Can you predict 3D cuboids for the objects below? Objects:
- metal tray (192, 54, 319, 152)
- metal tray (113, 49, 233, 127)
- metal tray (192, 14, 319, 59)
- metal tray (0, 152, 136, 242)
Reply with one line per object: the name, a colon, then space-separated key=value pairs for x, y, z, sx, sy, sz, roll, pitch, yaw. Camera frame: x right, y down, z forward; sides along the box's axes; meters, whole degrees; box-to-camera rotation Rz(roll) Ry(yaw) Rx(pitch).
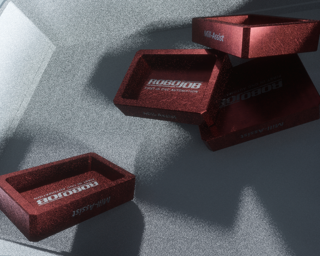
metal tray: x=0.107 y=-0.034 z=0.367 sx=0.130 sy=0.030 sz=0.090 roll=-19 pitch=54 yaw=16
metal tray: x=0.014 y=-0.055 z=0.388 sx=0.130 sy=0.030 sz=0.090 roll=8 pitch=65 yaw=31
metal tray: x=0.103 y=-0.110 z=0.358 sx=0.091 sy=0.030 sz=0.130 roll=-9 pitch=25 yaw=-15
metal tray: x=-0.104 y=0.069 z=0.353 sx=0.090 sy=0.131 sz=0.030 roll=22 pitch=114 yaw=38
